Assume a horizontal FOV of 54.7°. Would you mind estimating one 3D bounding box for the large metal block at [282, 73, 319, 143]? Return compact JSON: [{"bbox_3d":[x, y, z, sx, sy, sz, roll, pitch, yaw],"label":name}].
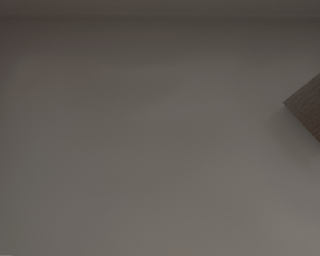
[{"bbox_3d":[0.216,-0.027,0.389,0.080,0.050,0.080,-42,73,19],"label":"large metal block"}]
